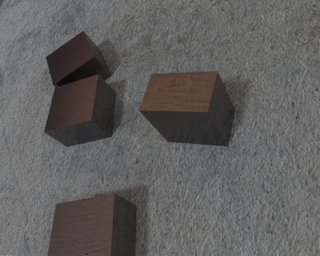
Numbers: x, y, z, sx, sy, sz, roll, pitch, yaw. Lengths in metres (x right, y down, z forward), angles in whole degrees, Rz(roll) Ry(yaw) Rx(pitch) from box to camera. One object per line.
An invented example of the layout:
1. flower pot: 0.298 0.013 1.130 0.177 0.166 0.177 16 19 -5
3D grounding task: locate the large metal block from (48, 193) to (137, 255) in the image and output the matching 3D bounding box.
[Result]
1. large metal block: -0.075 0.126 0.350 0.080 0.050 0.080 -14 56 20

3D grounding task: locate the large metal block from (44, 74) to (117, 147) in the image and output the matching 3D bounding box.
1. large metal block: -0.116 -0.025 0.464 0.080 0.050 0.080 -12 56 21

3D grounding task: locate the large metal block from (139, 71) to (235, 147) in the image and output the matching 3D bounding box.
1. large metal block: 0.035 -0.021 0.363 0.080 0.080 0.050 3 63 29

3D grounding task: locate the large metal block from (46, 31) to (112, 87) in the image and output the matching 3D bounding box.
1. large metal block: -0.138 -0.105 0.525 0.080 0.050 0.080 -33 51 6
